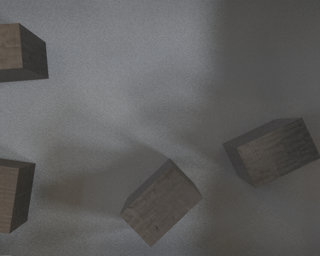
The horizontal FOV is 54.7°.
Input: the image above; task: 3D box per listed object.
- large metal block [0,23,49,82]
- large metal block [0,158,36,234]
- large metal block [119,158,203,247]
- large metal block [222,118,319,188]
[{"bbox_3d":[-0.194,-0.088,0.382,0.080,0.080,0.050,-5,90,0],"label":"large metal block"},{"bbox_3d":[-0.215,0.082,0.397,0.080,0.050,0.080,8,90,0],"label":"large metal block"},{"bbox_3d":[0.002,0.087,0.384,0.080,0.080,0.050,-44,90,0],"label":"large metal block"},{"bbox_3d":[0.133,0.028,0.385,0.080,0.080,0.050,-25,90,0],"label":"large metal block"}]
